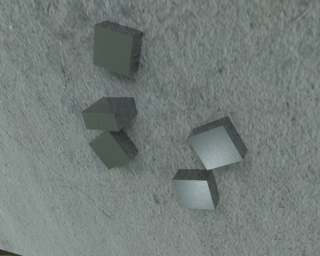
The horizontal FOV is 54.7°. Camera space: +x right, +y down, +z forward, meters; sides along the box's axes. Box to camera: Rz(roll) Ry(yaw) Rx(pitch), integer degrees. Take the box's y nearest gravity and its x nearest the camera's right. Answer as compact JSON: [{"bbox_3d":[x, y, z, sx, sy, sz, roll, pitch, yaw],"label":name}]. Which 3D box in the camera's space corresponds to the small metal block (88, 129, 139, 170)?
[{"bbox_3d":[-0.069,0.028,0.459,0.050,0.025,0.050,-27,104,37],"label":"small metal block"}]

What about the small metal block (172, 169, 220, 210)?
[{"bbox_3d":[0.051,0.085,0.432,0.050,0.025,0.050,-4,117,29],"label":"small metal block"}]

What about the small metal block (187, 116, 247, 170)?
[{"bbox_3d":[0.071,0.019,0.381,0.050,0.025,0.050,-23,107,36],"label":"small metal block"}]

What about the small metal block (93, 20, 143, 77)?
[{"bbox_3d":[-0.051,-0.096,0.373,0.050,0.025,0.050,21,126,15],"label":"small metal block"}]

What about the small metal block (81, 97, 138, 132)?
[{"bbox_3d":[-0.066,-0.020,0.412,0.050,0.050,0.025,4,120,26],"label":"small metal block"}]
